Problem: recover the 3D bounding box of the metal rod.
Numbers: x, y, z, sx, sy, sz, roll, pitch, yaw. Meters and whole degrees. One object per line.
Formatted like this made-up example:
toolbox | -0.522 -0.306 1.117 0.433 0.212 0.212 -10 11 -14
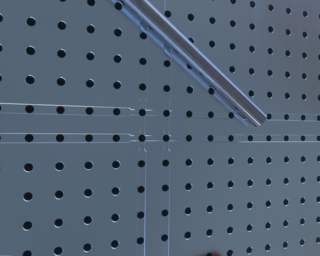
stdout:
metal rod | 0.041 -0.104 0.428 0.301 0.025 0.025 39 77 -16
